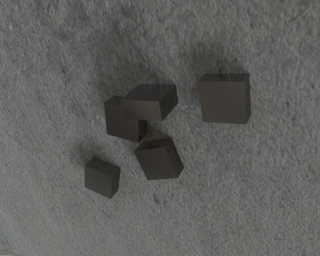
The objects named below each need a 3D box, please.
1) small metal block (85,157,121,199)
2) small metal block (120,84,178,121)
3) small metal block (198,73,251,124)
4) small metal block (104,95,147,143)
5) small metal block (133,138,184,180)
[{"bbox_3d":[-0.094,0.081,0.505,0.050,0.025,0.050,21,126,15],"label":"small metal block"},{"bbox_3d":[-0.012,-0.032,0.376,0.050,0.050,0.025,5,121,25],"label":"small metal block"},{"bbox_3d":[0.073,-0.033,0.347,0.050,0.025,0.050,4,120,26],"label":"small metal block"},{"bbox_3d":[-0.046,-0.012,0.422,0.050,0.025,0.050,14,124,20],"label":"small metal block"},{"bbox_3d":[-0.001,0.044,0.433,0.050,0.025,0.050,-11,113,32],"label":"small metal block"}]
